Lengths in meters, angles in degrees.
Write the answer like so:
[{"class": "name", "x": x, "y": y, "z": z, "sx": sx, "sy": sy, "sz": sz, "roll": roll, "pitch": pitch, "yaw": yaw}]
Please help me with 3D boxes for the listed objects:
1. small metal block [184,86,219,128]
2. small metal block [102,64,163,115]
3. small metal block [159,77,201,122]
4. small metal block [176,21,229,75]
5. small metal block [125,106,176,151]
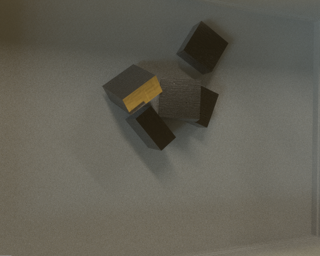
[{"class": "small metal block", "x": 0.047, "y": -0.033, "z": 0.429, "sx": 0.050, "sy": 0.025, "sz": 0.050, "roll": 23, "pitch": 82, "yaw": -19}, {"class": "small metal block", "x": -0.034, "y": -0.049, "z": 0.382, "sx": 0.050, "sy": 0.050, "sz": 0.025, "roll": -39, "pitch": 133, "yaw": -16}, {"class": "small metal block", "x": 0.025, "y": -0.036, "z": 0.396, "sx": 0.050, "sy": 0.025, "sz": 0.050, "roll": 4, "pitch": 83, "yaw": -3}, {"class": "small metal block", "x": 0.059, "y": -0.111, "z": 0.434, "sx": 0.050, "sy": 0.025, "sz": 0.050, "roll": 34, "pitch": 79, "yaw": -17}, {"class": "small metal block", "x": -0.013, "y": 0.000, "z": 0.393, "sx": 0.025, "sy": 0.050, "sz": 0.050, "roll": -42, "pitch": 104, "yaw": -15}]
